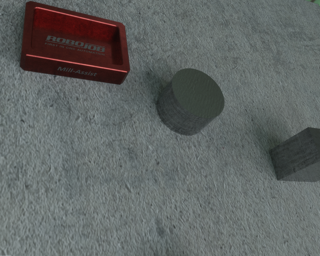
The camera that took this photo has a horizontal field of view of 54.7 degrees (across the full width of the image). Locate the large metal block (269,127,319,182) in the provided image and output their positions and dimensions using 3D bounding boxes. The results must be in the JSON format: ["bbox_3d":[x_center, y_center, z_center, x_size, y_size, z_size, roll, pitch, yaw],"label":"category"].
[{"bbox_3d":[0.228,0.043,0.465,0.081,0.080,0.050,7,59,-25],"label":"large metal block"}]

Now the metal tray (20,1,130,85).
[{"bbox_3d":[-0.109,-0.110,0.408,0.131,0.030,0.090,5,59,-26],"label":"metal tray"}]

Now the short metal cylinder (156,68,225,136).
[{"bbox_3d":[0.042,-0.036,0.432,0.081,0.050,0.080,14,56,-21],"label":"short metal cylinder"}]
